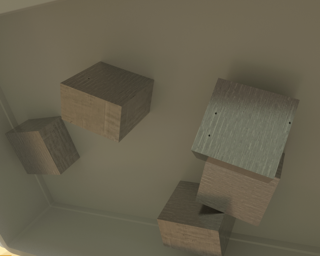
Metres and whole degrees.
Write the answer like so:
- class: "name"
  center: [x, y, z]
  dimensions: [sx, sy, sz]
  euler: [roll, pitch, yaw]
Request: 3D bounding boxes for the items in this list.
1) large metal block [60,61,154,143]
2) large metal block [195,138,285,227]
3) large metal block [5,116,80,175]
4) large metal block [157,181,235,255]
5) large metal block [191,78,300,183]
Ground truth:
- class: "large metal block"
  center: [-0.064, -0.036, 0.385]
  dimensions: [0.080, 0.080, 0.050]
  euler: [21, 126, 15]
- class: "large metal block"
  center: [0.096, 0.061, 0.380]
  dimensions: [0.080, 0.050, 0.079]
  euler: [20, 126, 16]
- class: "large metal block"
  center: [-0.193, 0.030, 0.513]
  dimensions: [0.080, 0.050, 0.080]
  euler: [-4, 117, 30]
- class: "large metal block"
  center: [0.053, 0.121, 0.419]
  dimensions: [0.080, 0.080, 0.050]
  euler: [3, 120, 27]
- class: "large metal block"
  center: [0.087, 0.004, 0.322]
  dimensions: [0.080, 0.080, 0.050]
  euler: [19, 170, 17]
